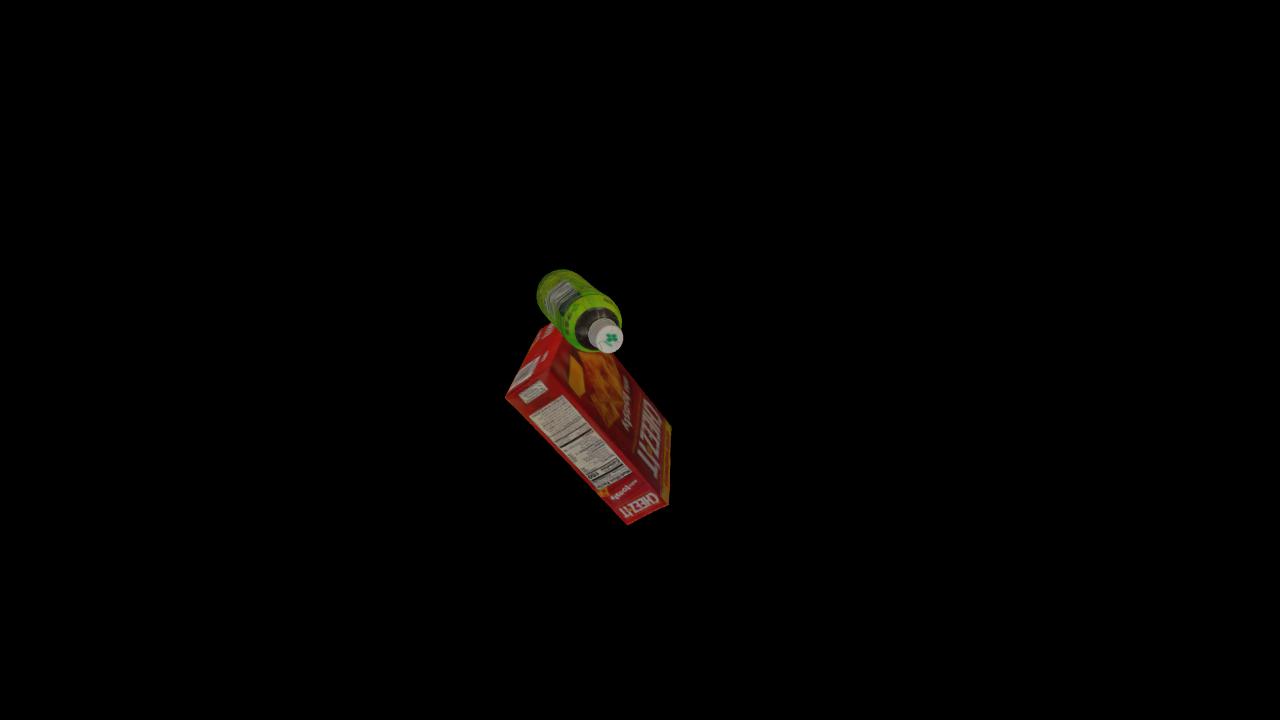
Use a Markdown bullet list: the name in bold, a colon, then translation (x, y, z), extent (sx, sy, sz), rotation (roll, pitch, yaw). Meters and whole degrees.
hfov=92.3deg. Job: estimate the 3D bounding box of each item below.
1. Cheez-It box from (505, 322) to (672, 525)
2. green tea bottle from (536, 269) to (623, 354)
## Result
- **Cheez-It box**: translation (-0.049, 0.065, 0.748), extent (0.071, 0.223, 0.166), rotation (-31, 22, 20)
- **green tea bottle**: translation (-0.068, -0.054, 0.716), extent (0.073, 0.073, 0.212), rotation (0, 19, -20)
